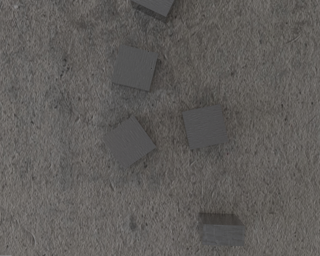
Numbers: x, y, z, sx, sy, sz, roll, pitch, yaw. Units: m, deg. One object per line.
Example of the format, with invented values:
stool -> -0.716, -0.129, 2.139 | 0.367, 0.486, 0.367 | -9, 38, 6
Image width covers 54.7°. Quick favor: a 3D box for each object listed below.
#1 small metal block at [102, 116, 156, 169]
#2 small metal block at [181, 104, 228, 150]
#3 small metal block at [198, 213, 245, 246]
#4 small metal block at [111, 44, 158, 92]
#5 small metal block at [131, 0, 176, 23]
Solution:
small metal block -> -0.040, 0.019, 0.410 | 0.050, 0.025, 0.050 | -35, 90, 0
small metal block -> 0.058, -0.002, 0.410 | 0.050, 0.025, 0.050 | -12, 90, 0
small metal block -> 0.077, 0.129, 0.398 | 0.050, 0.050, 0.025 | 2, 90, 0
small metal block -> -0.032, -0.078, 0.410 | 0.050, 0.025, 0.050 | 14, 90, 0
small metal block -> -0.004, -0.176, 0.410 | 0.050, 0.025, 0.050 | 26, 90, 0
